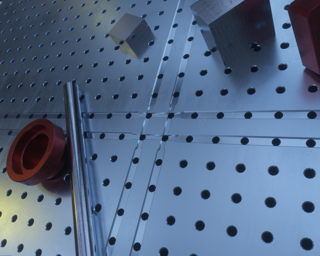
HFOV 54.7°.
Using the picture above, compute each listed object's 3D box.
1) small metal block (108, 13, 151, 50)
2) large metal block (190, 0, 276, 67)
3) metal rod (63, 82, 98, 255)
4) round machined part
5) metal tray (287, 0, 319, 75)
[{"bbox_3d":[-0.054,-0.168,0.538,0.050,0.025,0.050,32,79,37],"label":"small metal block"},{"bbox_3d":[0.097,-0.142,0.408,0.080,0.080,0.050,-34,52,6],"label":"large metal block"},{"bbox_3d":[-0.116,0.046,0.438,0.025,0.025,0.299,-26,53,12],"label":"metal rod"},{"bbox_3d":[-0.176,0.038,0.459,0.098,0.042,0.098,-15,58,26],"label":"round machined part"},{"bbox_3d":[0.210,-0.130,0.333,0.130,0.090,0.030,-36,40,3],"label":"metal tray"}]
